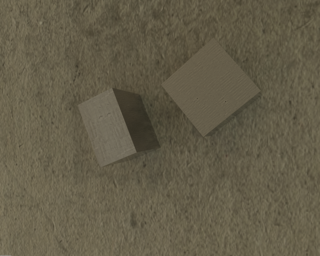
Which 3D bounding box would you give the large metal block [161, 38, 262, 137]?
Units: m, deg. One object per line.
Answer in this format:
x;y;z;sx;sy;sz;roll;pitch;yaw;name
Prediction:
0.063;-0.046;0.373;0.080;0.050;0.080;-41;78;15;large metal block

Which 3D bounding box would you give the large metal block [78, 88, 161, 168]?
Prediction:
-0.049;0.000;0.396;0.050;0.080;0.080;-24;82;18;large metal block
